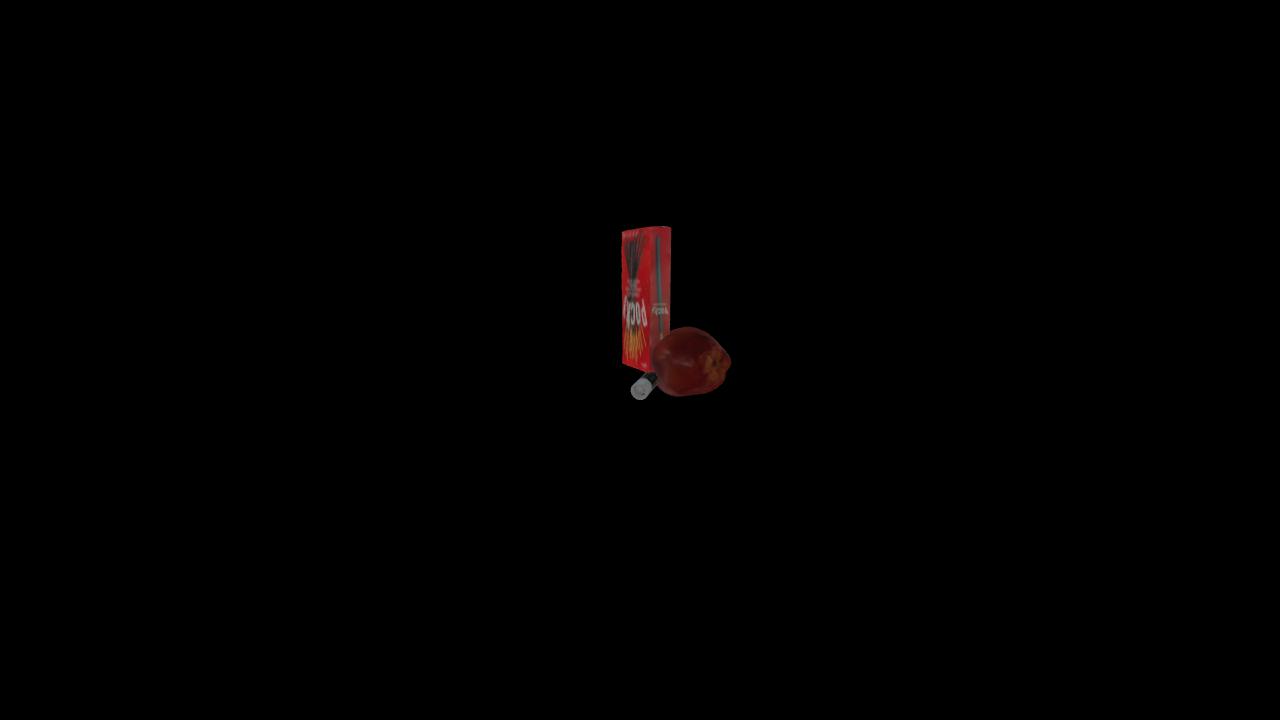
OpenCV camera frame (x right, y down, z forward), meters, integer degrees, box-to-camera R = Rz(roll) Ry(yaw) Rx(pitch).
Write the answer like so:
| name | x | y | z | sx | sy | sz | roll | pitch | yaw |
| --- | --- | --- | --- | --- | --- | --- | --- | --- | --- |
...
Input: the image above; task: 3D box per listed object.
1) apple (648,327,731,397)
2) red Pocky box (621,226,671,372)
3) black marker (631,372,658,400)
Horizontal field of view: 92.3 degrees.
| name | x | y | z | sx | sy | sz | roll | pitch | yaw |
| --- | --- | --- | --- | --- | --- | --- | --- | --- | --- |
| apple | 0.049 | 0.002 | 0.655 | 0.079 | 0.079 | 0.093 | 0 | 7 | -35 |
| red Pocky box | 0.005 | -0.065 | 0.670 | 0.028 | 0.155 | 0.083 | -3 | 8 | -23 |
| black marker | 0.020 | 0.013 | 0.668 | 0.020 | 0.020 | 0.121 | 0 | 19 | 21 |
